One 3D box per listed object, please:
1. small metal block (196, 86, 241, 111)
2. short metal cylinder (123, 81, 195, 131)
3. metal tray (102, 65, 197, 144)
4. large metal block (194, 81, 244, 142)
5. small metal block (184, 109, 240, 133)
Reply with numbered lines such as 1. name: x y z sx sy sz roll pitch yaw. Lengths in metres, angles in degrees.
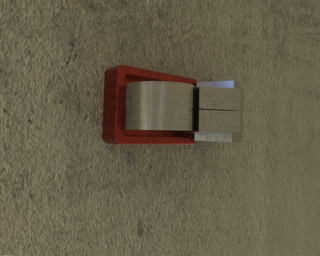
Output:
1. small metal block: 0.062 -0.032 0.374 0.050 0.050 0.025 2 88 -14
2. short metal cylinder: -0.001 -0.022 0.353 0.081 0.080 0.050 1 90 -40
3. metal tray: -0.008 -0.024 0.396 0.131 0.030 0.089 3 88 -40
4. large metal block: 0.087 -0.020 0.444 0.080 0.050 0.080 7 86 -66
5. small metal block: 0.062 -0.007 0.373 0.050 0.050 0.025 2 88 -14
